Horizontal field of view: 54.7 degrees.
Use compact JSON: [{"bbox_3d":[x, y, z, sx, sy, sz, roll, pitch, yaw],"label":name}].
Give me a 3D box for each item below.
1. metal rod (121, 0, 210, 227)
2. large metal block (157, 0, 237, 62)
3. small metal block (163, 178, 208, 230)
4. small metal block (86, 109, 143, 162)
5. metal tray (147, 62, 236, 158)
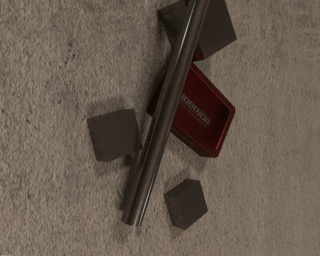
[{"bbox_3d":[0.010,-0.031,0.372,0.025,0.025,0.299,19,87,-39],"label":"metal rod"},{"bbox_3d":[0.055,-0.145,0.436,0.080,0.050,0.080,-37,113,-34],"label":"large metal block"},{"bbox_3d":[0.037,0.107,0.439,0.050,0.025,0.050,-26,107,-37],"label":"small metal block"},{"bbox_3d":[-0.052,0.007,0.363,0.050,0.025,0.050,-19,103,-39],"label":"small metal block"},{"bbox_3d":[0.051,-0.026,0.445,0.130,0.030,0.090,39,66,-33],"label":"metal tray"}]
